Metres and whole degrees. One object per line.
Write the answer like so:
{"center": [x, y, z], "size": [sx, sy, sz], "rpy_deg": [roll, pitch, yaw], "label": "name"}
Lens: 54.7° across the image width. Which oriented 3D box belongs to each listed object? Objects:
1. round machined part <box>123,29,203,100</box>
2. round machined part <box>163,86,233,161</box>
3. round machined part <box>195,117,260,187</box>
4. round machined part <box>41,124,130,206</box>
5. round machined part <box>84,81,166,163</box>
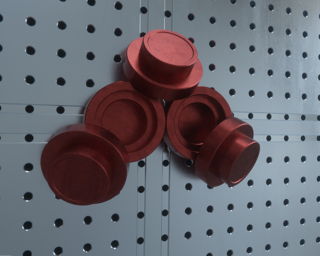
{"center": [0.007, -0.083, 0.380], "size": [0.099, 0.042, 0.098], "rpy_deg": [11, 49, -12], "label": "round machined part"}
{"center": [0.046, -0.006, 0.422], "size": [0.099, 0.042, 0.097], "rpy_deg": [0, 90, -21], "label": "round machined part"}
{"center": [0.095, 0.038, 0.412], "size": [0.099, 0.042, 0.097], "rpy_deg": [-29, 136, -32], "label": "round machined part"}
{"center": [-0.086, 0.048, 0.348], "size": [0.099, 0.042, 0.097], "rpy_deg": [2, 115, 4], "label": "round machined part"}
{"center": [-0.046, -0.007, 0.386], "size": [0.099, 0.042, 0.097], "rpy_deg": [0, 90, -21], "label": "round machined part"}
